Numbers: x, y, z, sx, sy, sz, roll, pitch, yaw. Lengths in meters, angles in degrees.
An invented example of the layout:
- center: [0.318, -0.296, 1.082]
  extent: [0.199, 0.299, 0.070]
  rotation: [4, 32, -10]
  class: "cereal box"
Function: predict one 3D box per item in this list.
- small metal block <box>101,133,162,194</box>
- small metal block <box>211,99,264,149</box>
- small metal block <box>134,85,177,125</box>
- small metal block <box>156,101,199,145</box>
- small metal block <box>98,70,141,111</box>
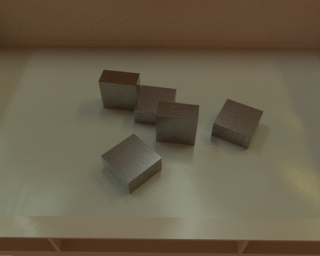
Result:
- center: [-0.033, 0.042, 0.370]
  extent: [0.050, 0.025, 0.050]
  rotation: [-35, 59, -26]
  class: "small metal block"
- center: [0.102, -0.006, 0.411]
  extent: [0.050, 0.025, 0.050]
  rotation: [23, 54, 18]
  class: "small metal block"
- center: [-0.006, -0.031, 0.431]
  extent: [0.050, 0.025, 0.050]
  rotation: [7, 50, 6]
  class: "small metal block"
- center: [0.022, -0.005, 0.393]
  extent: [0.050, 0.050, 0.025]
  rotation: [6, 51, 5]
  class: "small metal block"
- center: [-0.054, -0.051, 0.431]
  extent: [0.050, 0.050, 0.025]
  rotation: [7, 51, 6]
  class: "small metal block"
